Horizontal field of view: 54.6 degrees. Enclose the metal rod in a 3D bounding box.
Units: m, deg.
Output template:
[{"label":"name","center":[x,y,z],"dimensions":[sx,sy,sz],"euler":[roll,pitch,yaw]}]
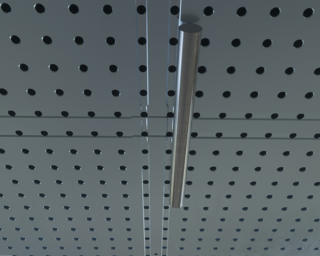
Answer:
[{"label":"metal rod","center":[0.029,0.010,0.419],"dimensions":[0.025,0.025,0.298],"euler":[1,130,-1]}]
